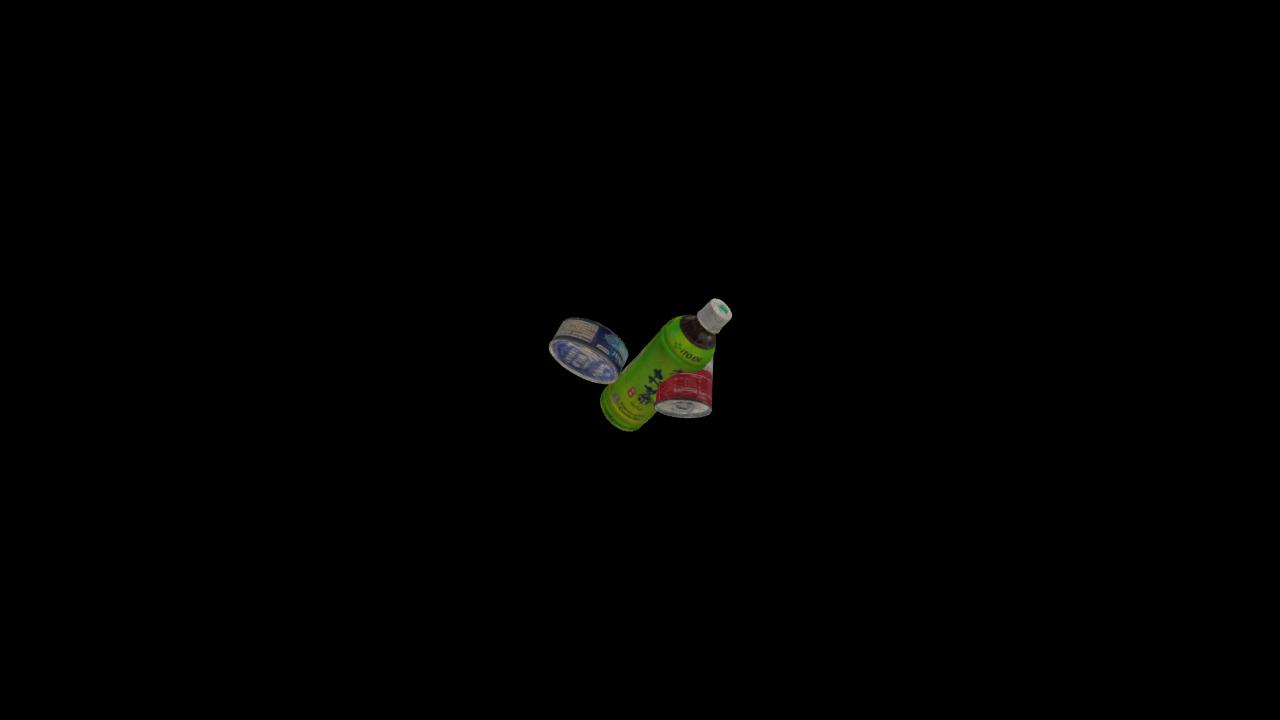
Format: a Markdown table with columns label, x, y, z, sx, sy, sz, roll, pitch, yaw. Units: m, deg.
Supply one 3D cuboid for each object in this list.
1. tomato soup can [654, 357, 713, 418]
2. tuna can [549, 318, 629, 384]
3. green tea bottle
| label | x | y | z | sx | sy | sz | roll | pitch | yaw |
| --- | --- | --- | --- | --- | --- | --- | --- | --- | --- |
| tomato soup can | 0.054 | 0.011 | 0.734 | 0.068 | 0.101 | 0.068 | 4 | -22 | 2 |
| tuna can | -0.055 | -0.010 | 0.675 | 0.084 | 0.034 | 0.084 | 21 | -26 | 11 |
| green tea bottle | 0.031 | 0.004 | 0.734 | 0.073 | 0.073 | 0.212 | 0 | -36 | -40 |
